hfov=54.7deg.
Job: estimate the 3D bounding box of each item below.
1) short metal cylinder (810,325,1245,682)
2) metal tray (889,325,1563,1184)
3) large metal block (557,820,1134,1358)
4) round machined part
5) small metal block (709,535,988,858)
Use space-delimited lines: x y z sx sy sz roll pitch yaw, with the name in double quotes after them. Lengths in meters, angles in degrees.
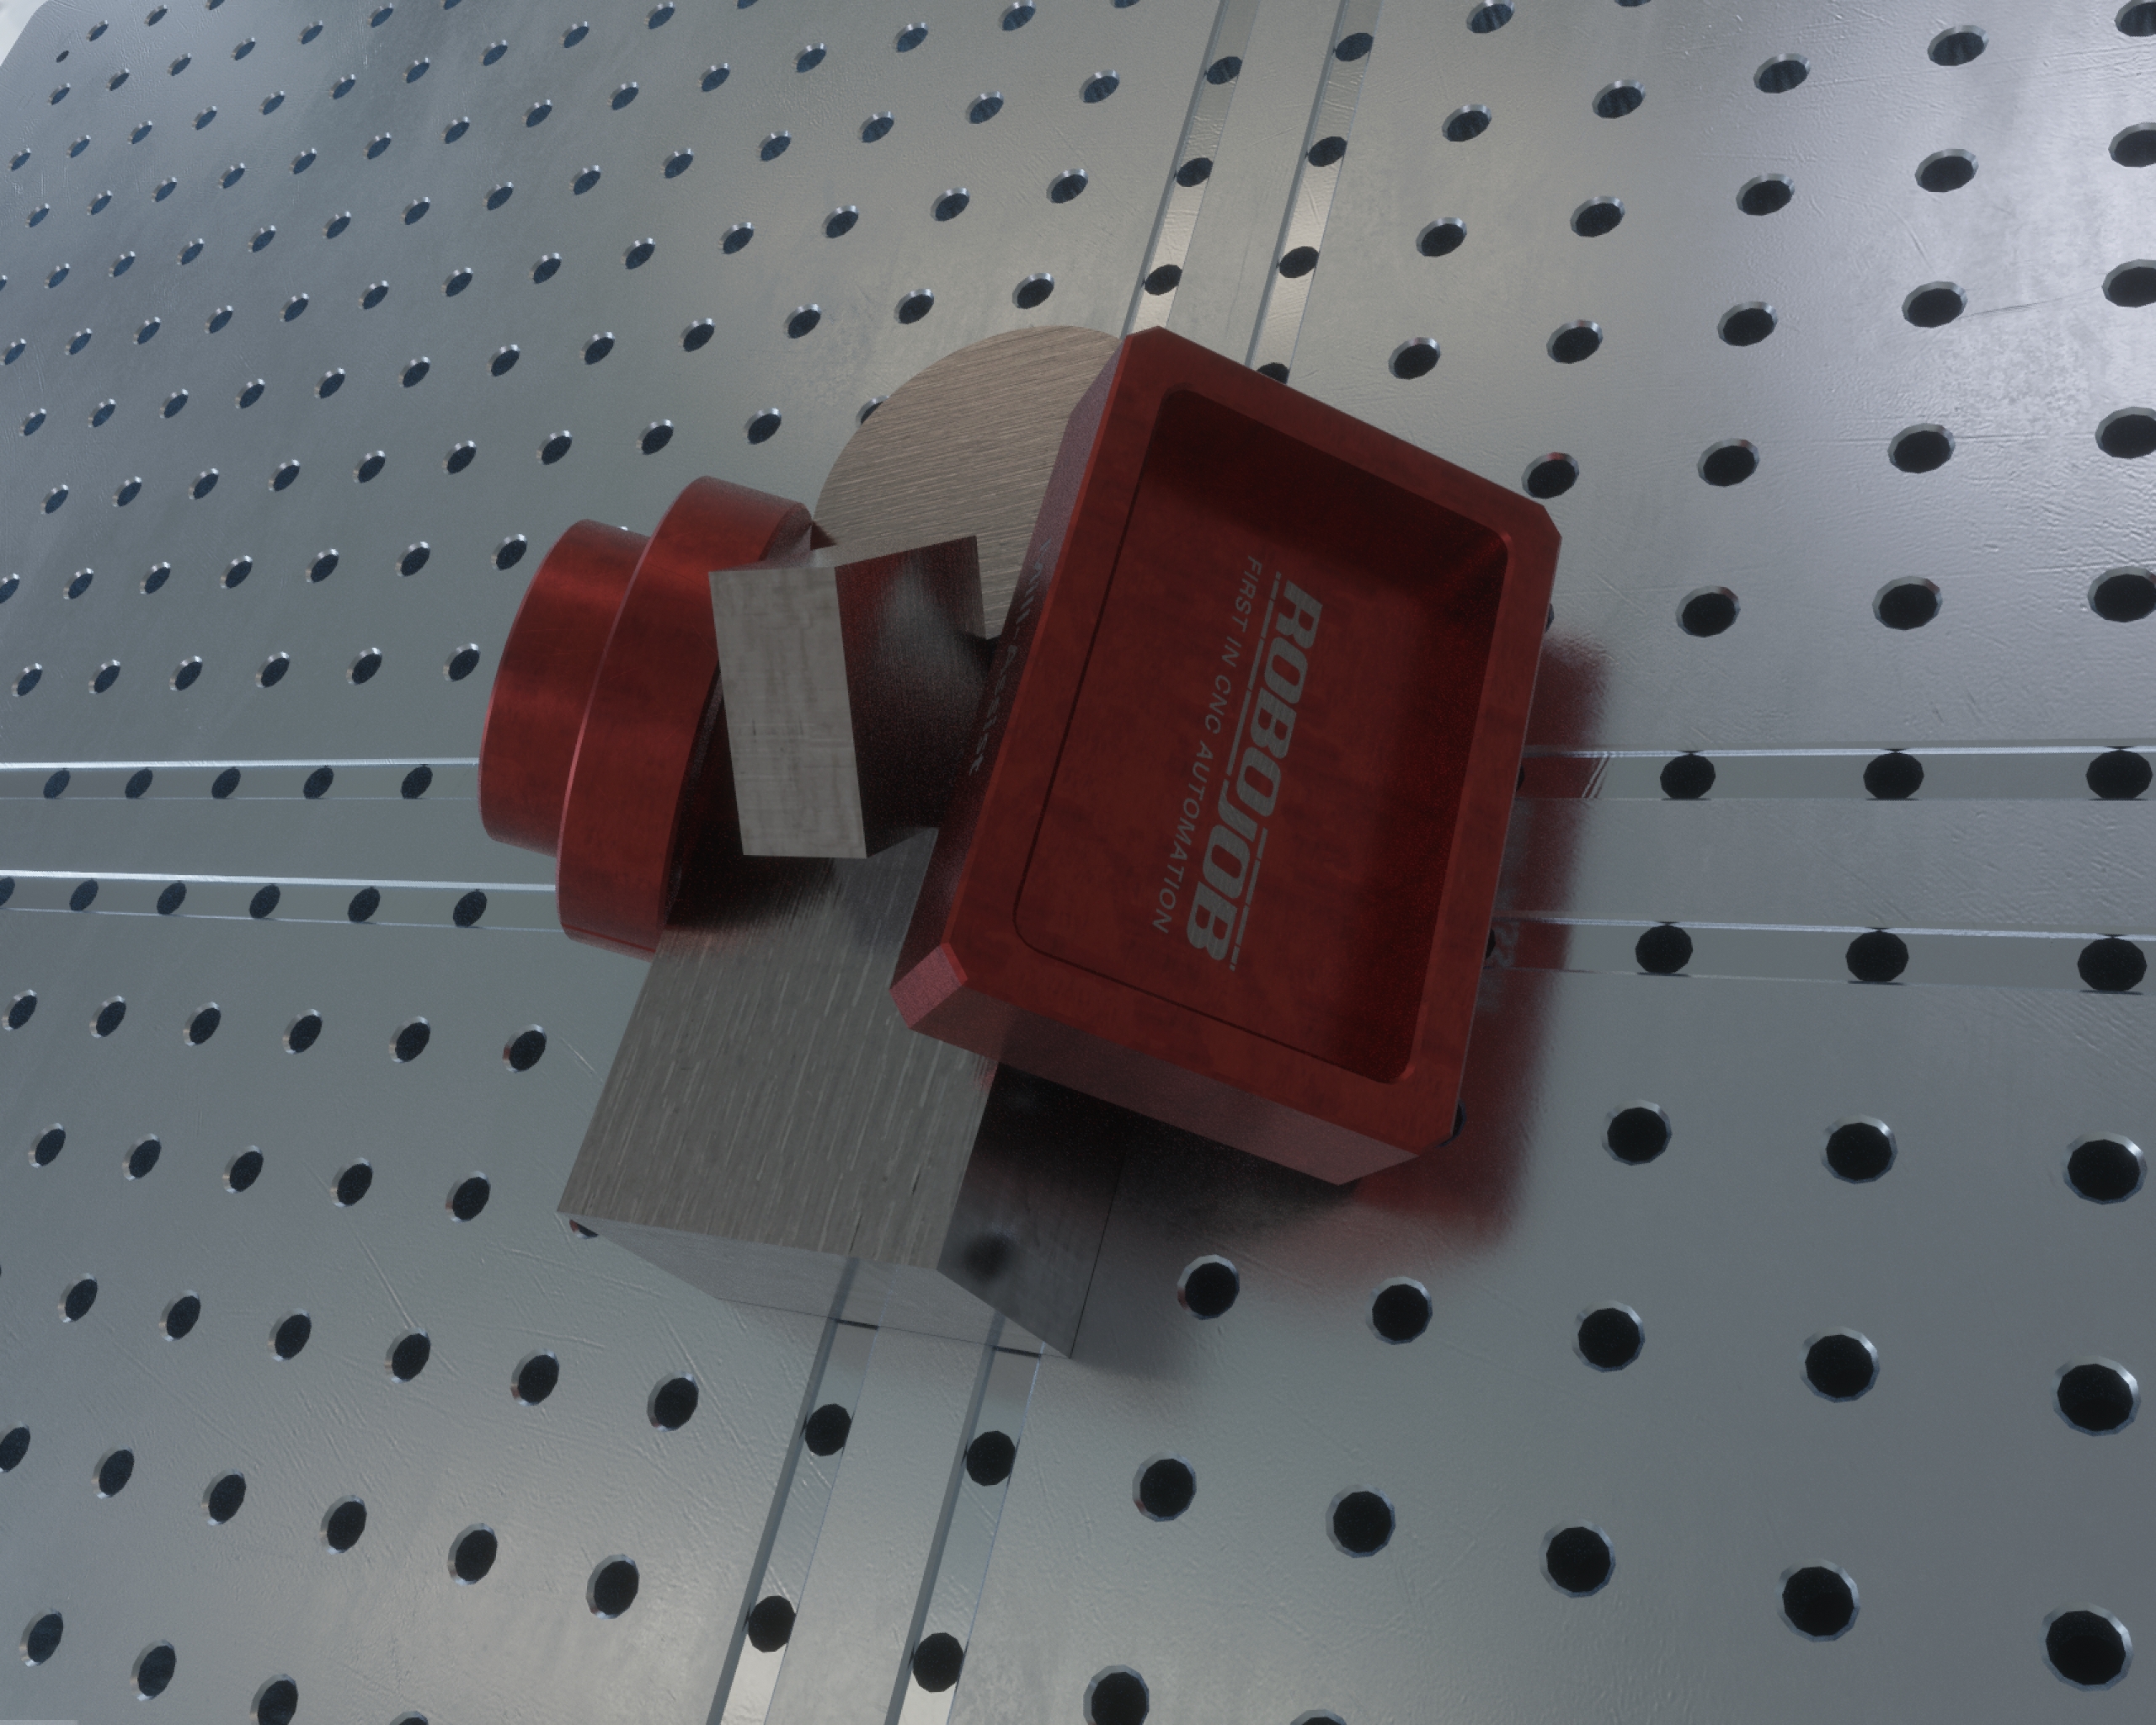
-0.008 -0.064 0.435 0.080 0.050 0.080 -13 56 21 "short metal cylinder"
0.030 -0.020 0.365 0.030 0.091 0.130 139 150 -62 "metal tray"
-0.037 0.040 0.387 0.080 0.050 0.080 2 63 29 "large metal block"
-0.089 -0.031 0.422 0.042 0.098 0.098 16 66 -1 "round machined part"
-0.039 -0.031 0.377 0.025 0.050 0.050 1 105 26 "small metal block"
